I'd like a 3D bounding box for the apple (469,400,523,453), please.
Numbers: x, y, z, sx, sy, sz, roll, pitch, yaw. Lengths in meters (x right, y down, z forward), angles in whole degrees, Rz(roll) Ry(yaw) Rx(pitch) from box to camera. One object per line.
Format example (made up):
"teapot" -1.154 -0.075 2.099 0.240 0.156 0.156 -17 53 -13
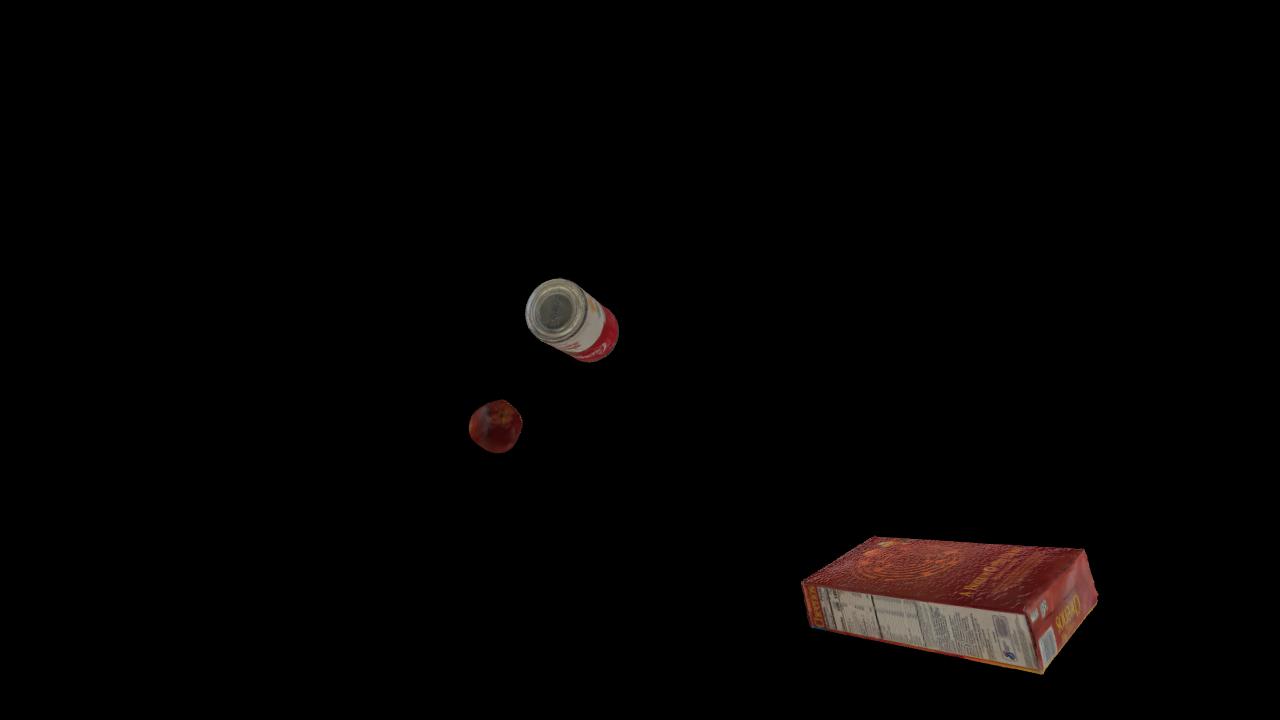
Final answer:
"apple" -0.215 0.100 0.923 0.079 0.079 0.093 0 -28 -30

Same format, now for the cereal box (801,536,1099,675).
"cereal box" 0.402 0.311 0.828 0.203 0.081 0.306 -11 -4 -39

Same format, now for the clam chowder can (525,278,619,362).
"clam chowder can" -0.069 -0.040 0.646 0.068 0.068 0.102 0 -11 16
